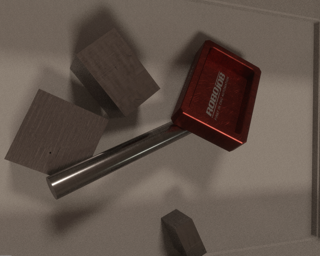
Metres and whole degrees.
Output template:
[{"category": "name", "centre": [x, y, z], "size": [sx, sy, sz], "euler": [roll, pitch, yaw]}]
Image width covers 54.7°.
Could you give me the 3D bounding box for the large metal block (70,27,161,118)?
[{"category": "large metal block", "centre": [-0.056, -0.058, 0.361], "size": [0.050, 0.080, 0.080], "euler": [-41, 104, -15]}]

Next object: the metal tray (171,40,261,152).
[{"category": "metal tray", "centre": [0.077, -0.045, 0.404], "size": [0.090, 0.030, 0.130], "euler": [27, 58, -8]}]

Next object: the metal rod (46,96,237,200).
[{"category": "metal rod", "centre": [0.011, 0.007, 0.385], "size": [0.302, 0.025, 0.025], "euler": [-24, 99, -30]}]

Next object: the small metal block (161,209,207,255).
[{"category": "small metal block", "centre": [0.031, 0.141, 0.410], "size": [0.025, 0.050, 0.050], "euler": [-27, 99, -18]}]

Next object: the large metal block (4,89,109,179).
[{"category": "large metal block", "centre": [-0.116, 0.011, 0.355], "size": [0.080, 0.050, 0.080], "euler": [25, 82, -19]}]
